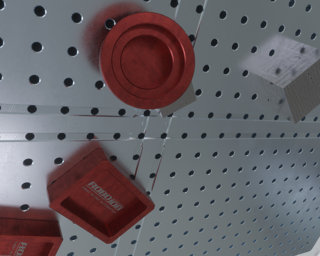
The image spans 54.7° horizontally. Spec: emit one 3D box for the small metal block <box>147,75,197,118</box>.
[{"bbox_3d":[0.013,-0.048,0.389,0.050,0.025,0.050,-28,128,-10],"label":"small metal block"}]

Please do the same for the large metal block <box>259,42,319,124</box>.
[{"bbox_3d":[0.208,-0.067,0.468,0.080,0.050,0.080,-39,130,-2],"label":"large metal block"}]

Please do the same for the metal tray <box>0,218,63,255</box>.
[{"bbox_3d":[-0.197,0.182,0.412,0.091,0.030,0.129,17,109,-35],"label":"metal tray"}]

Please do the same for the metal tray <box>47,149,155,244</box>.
[{"bbox_3d":[-0.076,0.098,0.427,0.090,0.030,0.130,-39,130,-2],"label":"metal tray"}]

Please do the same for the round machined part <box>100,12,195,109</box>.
[{"bbox_3d":[-0.016,-0.070,0.333,0.099,0.042,0.097,-2,98,-15],"label":"round machined part"}]
